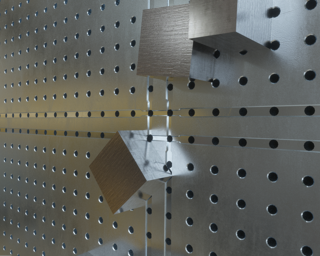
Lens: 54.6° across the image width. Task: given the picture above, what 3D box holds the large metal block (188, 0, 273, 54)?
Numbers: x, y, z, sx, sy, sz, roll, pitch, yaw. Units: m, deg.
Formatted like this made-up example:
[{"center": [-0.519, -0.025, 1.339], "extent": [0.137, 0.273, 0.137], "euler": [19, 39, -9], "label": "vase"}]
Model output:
[{"center": [0.074, -0.125, 0.313], "extent": [0.050, 0.081, 0.080], "euler": [4, 93, 40], "label": "large metal block"}]

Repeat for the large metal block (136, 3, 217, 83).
[{"center": [0.021, -0.100, 0.376], "extent": [0.080, 0.050, 0.080], "euler": [10, 97, 39], "label": "large metal block"}]

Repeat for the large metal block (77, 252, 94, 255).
[{"center": [-0.136, 0.255, 0.487], "extent": [0.050, 0.081, 0.080], "euler": [12, 98, 39], "label": "large metal block"}]

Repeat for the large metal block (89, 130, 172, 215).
[{"center": [-0.043, 0.059, 0.430], "extent": [0.080, 0.050, 0.080], "euler": [-48, 62, 29], "label": "large metal block"}]
